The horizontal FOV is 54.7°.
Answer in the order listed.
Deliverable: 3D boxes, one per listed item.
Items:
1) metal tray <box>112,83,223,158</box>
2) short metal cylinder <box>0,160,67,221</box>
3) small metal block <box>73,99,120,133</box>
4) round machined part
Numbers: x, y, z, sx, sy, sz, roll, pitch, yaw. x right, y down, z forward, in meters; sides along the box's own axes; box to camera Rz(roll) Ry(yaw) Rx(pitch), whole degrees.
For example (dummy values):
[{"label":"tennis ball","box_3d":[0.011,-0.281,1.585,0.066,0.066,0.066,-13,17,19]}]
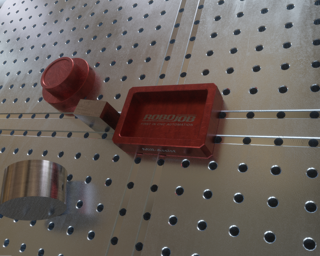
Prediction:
[{"label":"metal tray","box_3d":[0.009,-0.012,0.407,0.130,0.030,0.090,1,62,28]},{"label":"short metal cylinder","box_3d":[-0.165,0.083,0.408,0.080,0.080,0.050,-22,54,15]},{"label":"small metal block","box_3d":[-0.087,-0.016,0.448,0.050,0.050,0.025,7,66,31]},{"label":"round machined part","box_3d":[-0.165,-0.084,0.536,0.098,0.042,0.098,-13,56,21]}]
